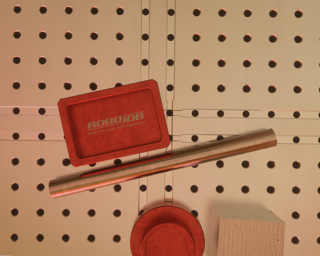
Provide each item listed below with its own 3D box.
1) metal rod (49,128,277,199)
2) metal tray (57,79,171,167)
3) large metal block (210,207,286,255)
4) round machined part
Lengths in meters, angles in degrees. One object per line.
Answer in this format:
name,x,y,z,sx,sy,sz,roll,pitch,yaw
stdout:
metal rod,0.004,0.047,0.413,0.302,0.025,0.025,-13,90,0
metal tray,-0.059,-0.006,0.410,0.131,0.030,0.089,-12,90,0
large metal block,0.110,0.152,0.402,0.081,0.050,0.080,4,90,0
round machined part,0.010,0.151,0.405,0.099,0.042,0.097,0,90,0
